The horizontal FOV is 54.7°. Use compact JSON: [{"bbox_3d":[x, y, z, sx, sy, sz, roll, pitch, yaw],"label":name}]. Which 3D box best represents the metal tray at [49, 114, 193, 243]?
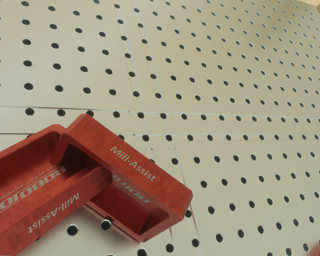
[{"bbox_3d":[-0.044,0.055,0.308,0.130,0.090,0.030,37,46,-4],"label":"metal tray"}]

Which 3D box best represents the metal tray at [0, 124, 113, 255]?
[{"bbox_3d":[-0.119,0.052,0.277,0.090,0.030,0.131,26,45,33],"label":"metal tray"}]
